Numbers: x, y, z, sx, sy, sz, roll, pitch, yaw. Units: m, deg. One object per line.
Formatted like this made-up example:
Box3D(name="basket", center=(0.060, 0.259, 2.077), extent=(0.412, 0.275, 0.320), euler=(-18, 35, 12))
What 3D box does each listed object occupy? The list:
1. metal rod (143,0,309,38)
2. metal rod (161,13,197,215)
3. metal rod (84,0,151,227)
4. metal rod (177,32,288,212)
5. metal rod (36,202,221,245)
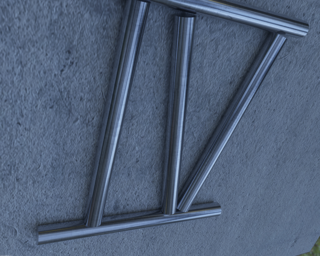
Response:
Box3D(name="metal rod", center=(0.065, -0.140, 0.359), extent=(0.303, 0.025, 0.025), euler=(1, 118, -29))
Box3D(name="metal rod", center=(0.021, 0.002, 0.422), extent=(0.025, 0.025, 0.298), euler=(-11, 123, -23))
Box3D(name="metal rod", center=(-0.058, 0.000, 0.377), extent=(0.025, 0.025, 0.298), euler=(1, 118, -29))
Box3D(name="metal rod", center=(0.098, 0.002, 0.465), extent=(0.025, 0.025, 0.298), euler=(14, 111, -35))
Box3D(name="metal rod", center=(-0.030, 0.143, 0.481), extent=(0.303, 0.025, 0.025), euler=(1, 118, -29))
